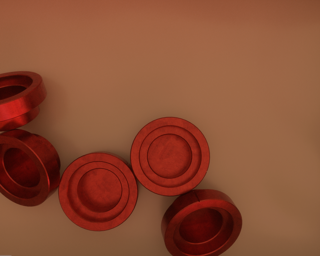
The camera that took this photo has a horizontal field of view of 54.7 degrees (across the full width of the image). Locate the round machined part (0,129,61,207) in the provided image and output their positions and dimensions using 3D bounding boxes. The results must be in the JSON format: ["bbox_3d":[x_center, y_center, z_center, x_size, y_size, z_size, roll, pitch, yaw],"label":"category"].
[{"bbox_3d":[-0.166,0.046,0.388,0.098,0.042,0.097,8,115,19],"label":"round machined part"}]

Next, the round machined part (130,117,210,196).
[{"bbox_3d":[0.012,0.036,0.400,0.099,0.042,0.097,0,86,-3],"label":"round machined part"}]

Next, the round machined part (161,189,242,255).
[{"bbox_3d":[0.049,0.117,0.390,0.099,0.042,0.097,-5,116,-11],"label":"round machined part"}]

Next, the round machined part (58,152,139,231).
[{"bbox_3d":[-0.076,0.079,0.402,0.099,0.042,0.097,0,90,0],"label":"round machined part"}]

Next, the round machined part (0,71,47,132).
[{"bbox_3d":[-0.190,-0.031,0.382,0.099,0.098,0.042,-7,123,0],"label":"round machined part"}]
